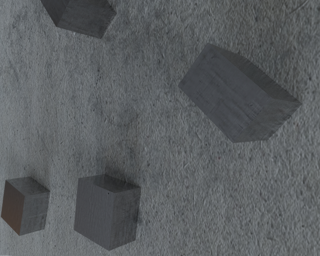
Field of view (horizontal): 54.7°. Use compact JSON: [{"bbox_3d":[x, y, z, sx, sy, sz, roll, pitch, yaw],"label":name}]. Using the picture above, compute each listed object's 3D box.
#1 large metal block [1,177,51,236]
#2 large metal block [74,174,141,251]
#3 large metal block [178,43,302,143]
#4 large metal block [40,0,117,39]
[{"bbox_3d":[-0.265,0.150,0.608,0.080,0.050,0.079,20,103,38],"label":"large metal block"},{"bbox_3d":[-0.078,0.119,0.453,0.080,0.050,0.079,11,97,39],"label":"large metal block"},{"bbox_3d":[0.079,-0.032,0.304,0.080,0.081,0.050,50,120,28],"label":"large metal block"},{"bbox_3d":[-0.127,-0.190,0.474,0.050,0.081,0.080,-49,61,29],"label":"large metal block"}]
